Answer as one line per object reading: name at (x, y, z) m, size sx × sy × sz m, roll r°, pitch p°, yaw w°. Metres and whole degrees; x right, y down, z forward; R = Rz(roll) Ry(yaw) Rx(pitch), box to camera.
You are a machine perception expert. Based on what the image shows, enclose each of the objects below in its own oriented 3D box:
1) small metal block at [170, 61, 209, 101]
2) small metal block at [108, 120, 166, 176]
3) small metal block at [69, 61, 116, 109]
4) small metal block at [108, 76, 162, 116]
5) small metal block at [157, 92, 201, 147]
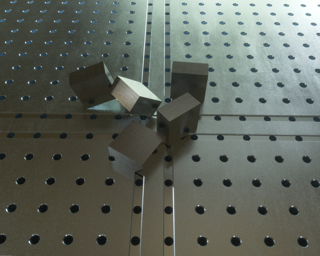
small metal block at (0.042, -0.067, 0.449) m, size 0.050 × 0.050 × 0.025 m, roll 5°, pitch 50°, yaw 4°
small metal block at (-0.028, 0.024, 0.387) m, size 0.050 × 0.025 × 0.050 m, roll 27°, pitch 55°, yaw 20°
small metal block at (-0.091, -0.059, 0.432) m, size 0.050 × 0.050 × 0.025 m, roll -19°, pitch 51°, yaw 3°
small metal block at (-0.034, -0.044, 0.426) m, size 0.050 × 0.025 × 0.050 m, roll 44°, pitch 20°, yaw 29°
small metal block at (0.023, -0.011, 0.401) m, size 0.050 × 0.050 × 0.025 m, roll -31°, pitch 57°, yaw -23°
